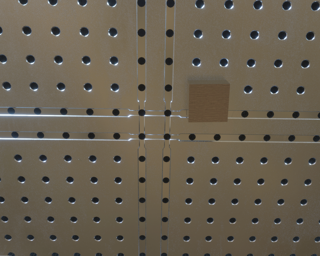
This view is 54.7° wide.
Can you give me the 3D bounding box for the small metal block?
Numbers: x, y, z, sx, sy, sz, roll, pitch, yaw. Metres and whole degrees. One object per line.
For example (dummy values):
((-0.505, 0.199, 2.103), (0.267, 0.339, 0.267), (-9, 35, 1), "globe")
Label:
((0.061, -0.035, 0.401), (0.050, 0.025, 0.050), (-1, 110, 0), "small metal block")
